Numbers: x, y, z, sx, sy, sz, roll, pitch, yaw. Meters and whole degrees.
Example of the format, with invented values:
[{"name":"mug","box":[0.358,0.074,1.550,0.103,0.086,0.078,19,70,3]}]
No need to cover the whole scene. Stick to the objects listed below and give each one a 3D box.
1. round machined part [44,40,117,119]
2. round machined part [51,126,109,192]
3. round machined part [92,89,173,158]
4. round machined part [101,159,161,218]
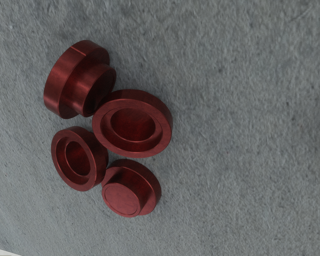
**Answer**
[{"name":"round machined part","box":[-0.089,-0.052,0.373,0.042,0.098,0.097,31,128,8]},{"name":"round machined part","box":[-0.117,0.043,0.472,0.098,0.042,0.097,13,113,32]},{"name":"round machined part","box":[-0.032,-0.010,0.392,0.099,0.042,0.097,4,132,5]},{"name":"round machined part","box":[-0.051,0.100,0.483,0.098,0.042,0.097,13,124,20]}]
